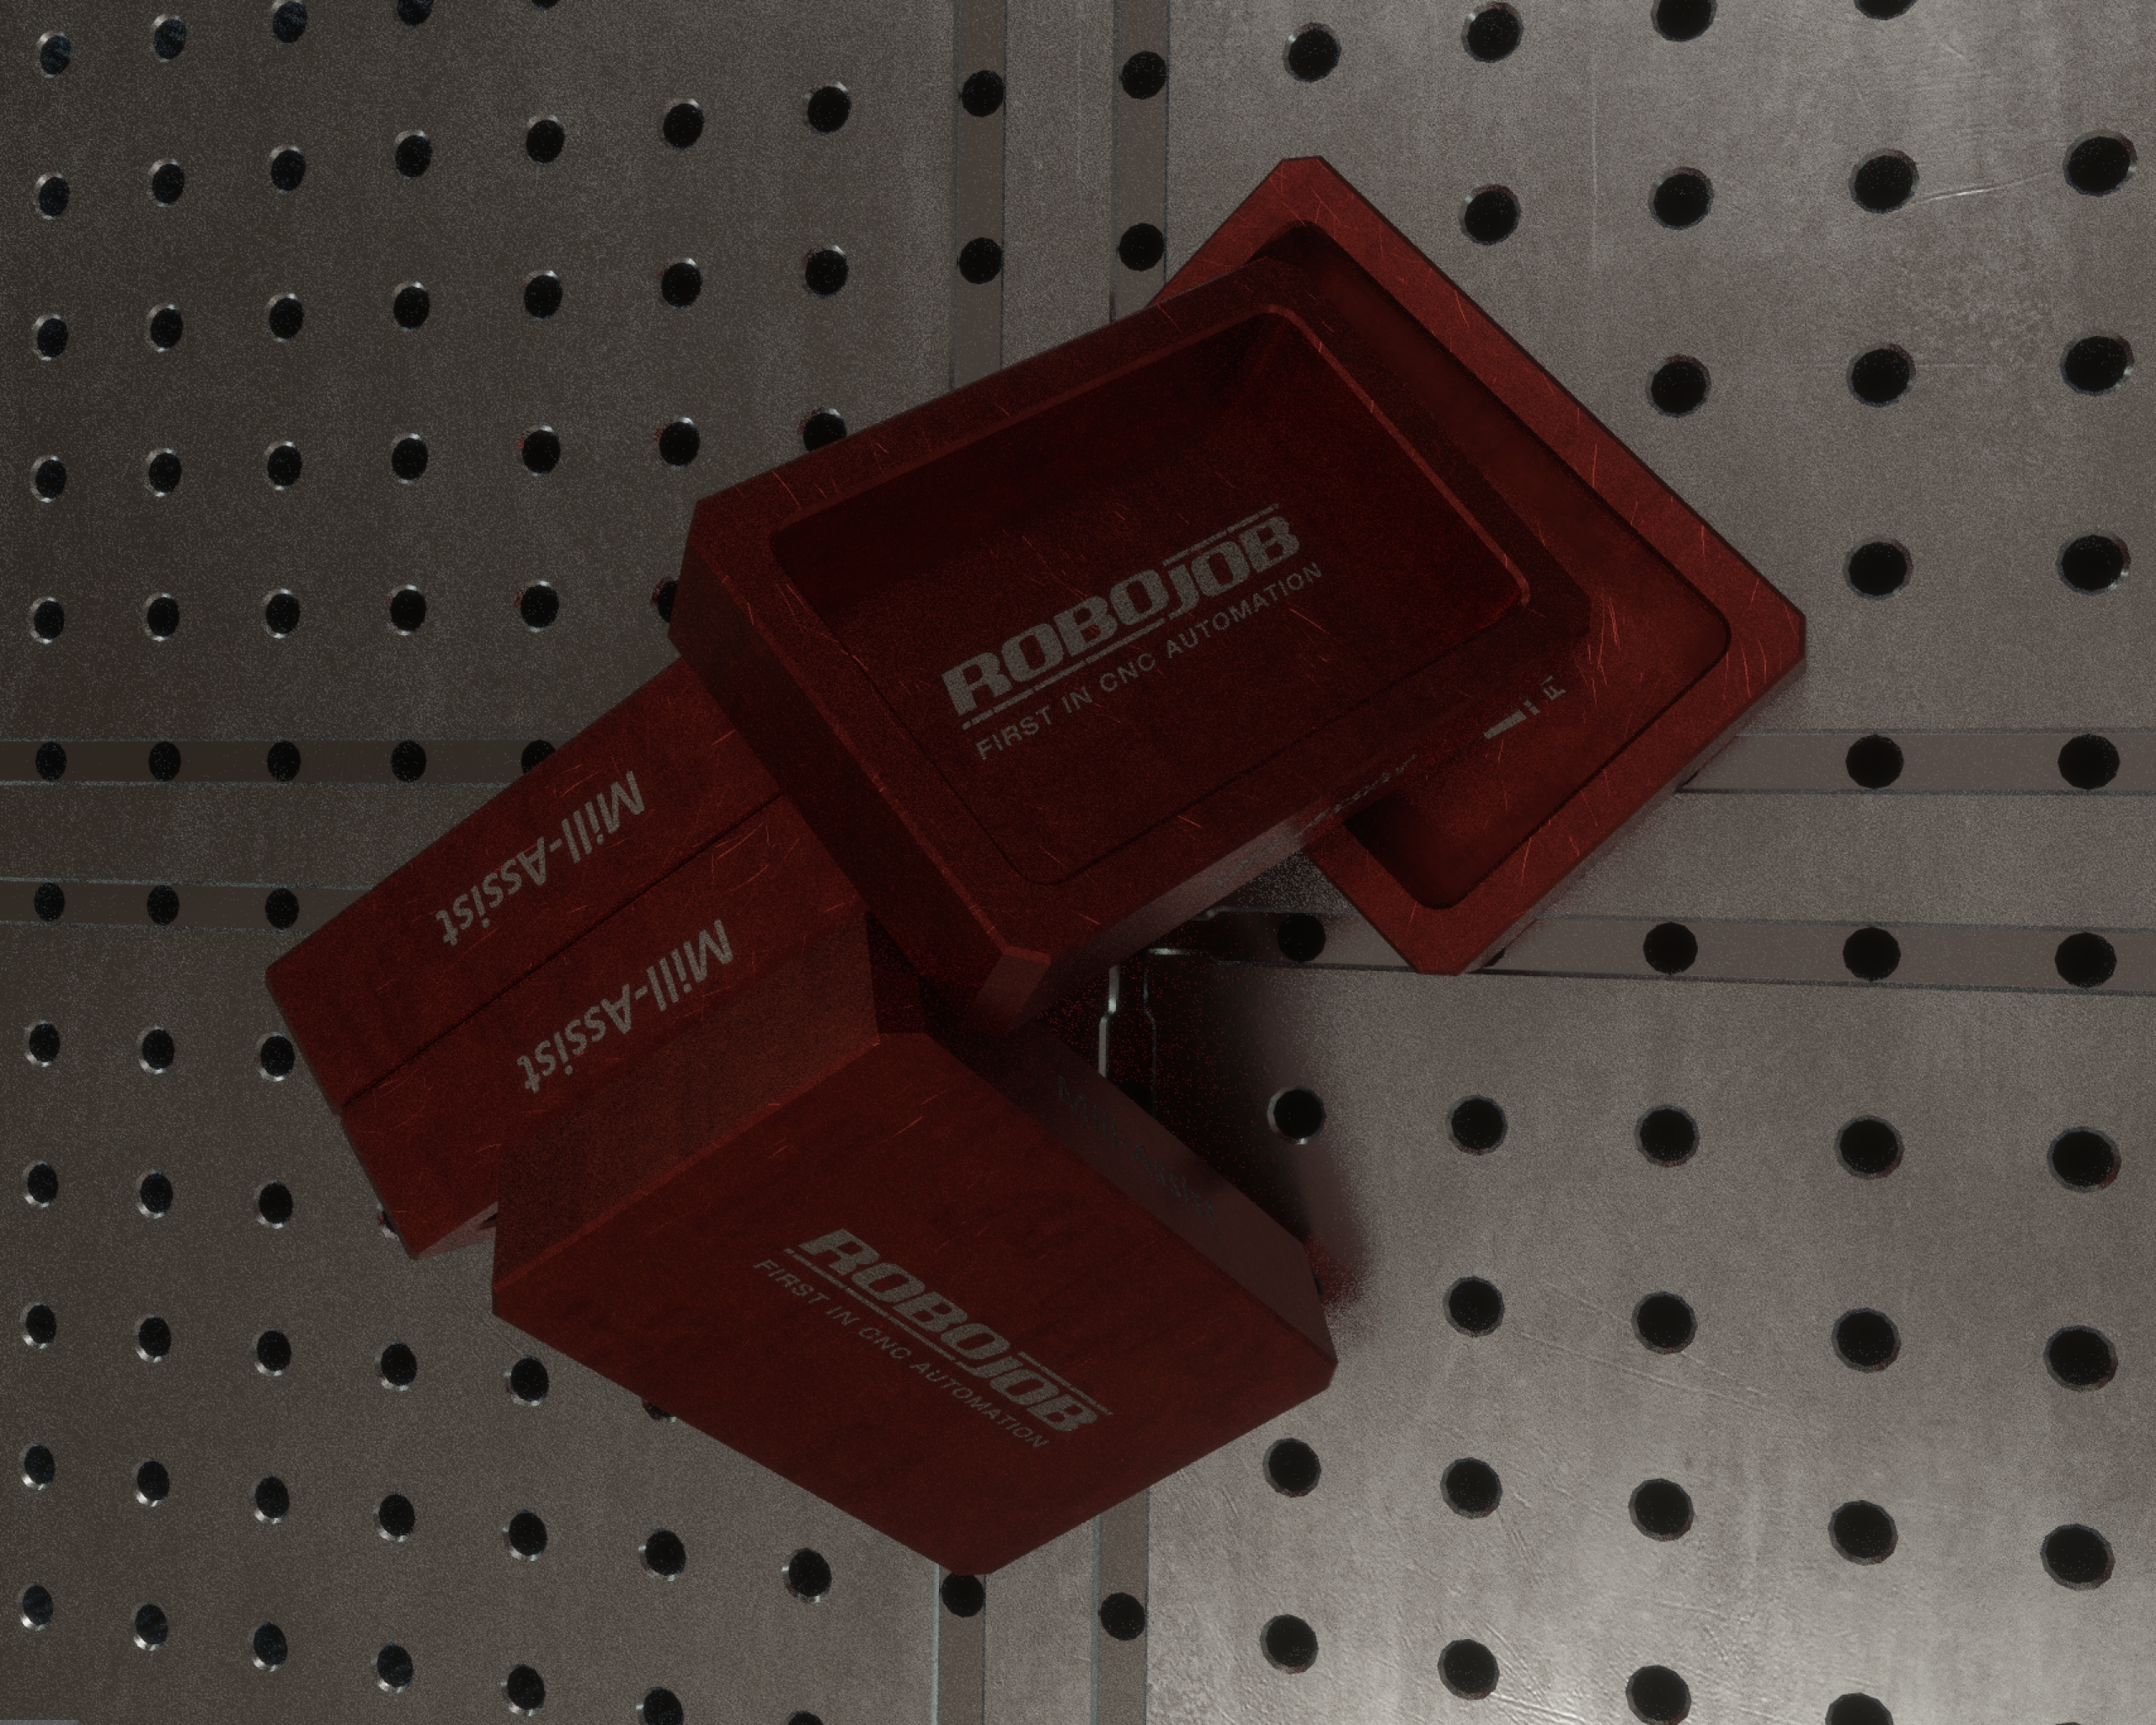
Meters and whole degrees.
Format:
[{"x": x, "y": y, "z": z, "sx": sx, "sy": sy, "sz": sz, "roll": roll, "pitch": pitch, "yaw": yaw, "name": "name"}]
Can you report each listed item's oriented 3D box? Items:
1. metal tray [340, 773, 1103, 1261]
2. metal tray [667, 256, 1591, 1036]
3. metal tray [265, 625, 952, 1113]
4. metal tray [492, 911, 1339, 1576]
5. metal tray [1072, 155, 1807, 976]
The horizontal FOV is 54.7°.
[{"x": -0.062, "y": 0.025, "z": 0.397, "sx": 0.130, "sy": 0.090, "sz": 0.030, "roll": -34, "pitch": 79, "yaw": 16, "name": "metal tray"}, {"x": 0.011, "y": -0.041, "z": 0.348, "sx": 0.131, "sy": 0.030, "sz": 0.090, "roll": -31, "pitch": 76, "yaw": -29, "name": "metal tray"}, {"x": -0.078, "y": 0.000, "z": 0.404, "sx": 0.130, "sy": 0.090, "sz": 0.030, "roll": -34, "pitch": 79, "yaw": 16, "name": "metal tray"}, {"x": -0.026, "y": 0.074, "z": 0.371, "sx": 0.090, "sy": 0.130, "sz": 0.030, "roll": -34, "pitch": 38, "yaw": 17, "name": "metal tray"}, {"x": 0.057, "y": -0.054, "z": 0.388, "sx": 0.090, "sy": 0.030, "sz": 0.130, "roll": -45, "pitch": 77, "yaw": 14, "name": "metal tray"}]
